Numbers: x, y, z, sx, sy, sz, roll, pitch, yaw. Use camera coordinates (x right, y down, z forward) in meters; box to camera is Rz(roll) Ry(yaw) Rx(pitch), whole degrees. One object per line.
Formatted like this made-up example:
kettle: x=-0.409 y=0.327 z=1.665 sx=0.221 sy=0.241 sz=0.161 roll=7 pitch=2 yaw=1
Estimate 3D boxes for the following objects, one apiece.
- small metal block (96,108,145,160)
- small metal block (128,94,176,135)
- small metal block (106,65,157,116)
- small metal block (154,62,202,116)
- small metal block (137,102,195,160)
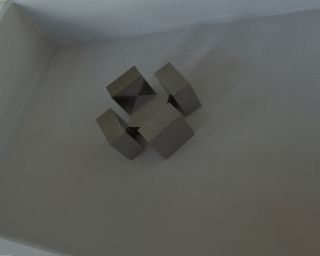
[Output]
small metal block: x=-0.052 y=0.008 z=0.410 sx=0.025 sy=0.050 sz=0.050 roll=-39 pitch=51 yaw=3
small metal block: x=-0.010 y=-0.017 z=0.419 sx=0.050 sy=0.025 sz=0.050 roll=1 pitch=62 yaw=28
small metal block: x=-0.039 y=-0.052 z=0.439 sx=0.050 sy=0.050 sz=0.025 roll=-37 pitch=50 yaw=5
small metal block: x=0.024 y=-0.050 z=0.405 sx=0.025 sy=0.050 sz=0.050 roll=-38 pitch=52 yaw=2
small metal block: x=0.009 y=0.005 z=0.379 sx=0.050 sy=0.050 sz=0.025 roll=-42 pitch=52 yaw=-1
